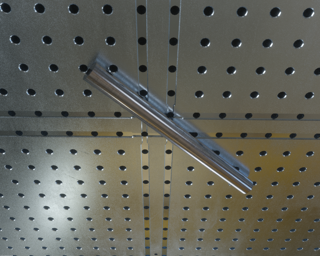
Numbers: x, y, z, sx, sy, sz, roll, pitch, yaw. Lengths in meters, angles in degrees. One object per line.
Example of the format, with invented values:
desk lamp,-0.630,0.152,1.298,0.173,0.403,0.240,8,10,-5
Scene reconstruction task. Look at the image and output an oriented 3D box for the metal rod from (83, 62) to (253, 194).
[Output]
metal rod,0.028,0.014,0.422,0.301,0.025,0.025,36,121,-27
